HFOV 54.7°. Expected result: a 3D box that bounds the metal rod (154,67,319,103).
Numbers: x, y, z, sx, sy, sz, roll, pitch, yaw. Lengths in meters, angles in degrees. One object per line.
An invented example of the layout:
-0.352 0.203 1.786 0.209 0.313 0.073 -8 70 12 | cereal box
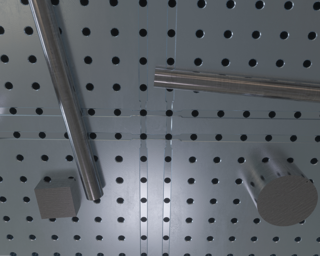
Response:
0.143 -0.050 0.396 0.302 0.025 0.025 5 110 -2 | metal rod

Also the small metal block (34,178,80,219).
-0.148 0.102 0.450 0.050 0.025 0.050 -4 110 1 | small metal block

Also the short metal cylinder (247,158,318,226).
0.169 0.089 0.435 0.081 0.050 0.079 0 110 0 | short metal cylinder

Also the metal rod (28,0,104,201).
-0.119 -0.040 0.397 0.025 0.025 0.298 -9 110 3 | metal rod
